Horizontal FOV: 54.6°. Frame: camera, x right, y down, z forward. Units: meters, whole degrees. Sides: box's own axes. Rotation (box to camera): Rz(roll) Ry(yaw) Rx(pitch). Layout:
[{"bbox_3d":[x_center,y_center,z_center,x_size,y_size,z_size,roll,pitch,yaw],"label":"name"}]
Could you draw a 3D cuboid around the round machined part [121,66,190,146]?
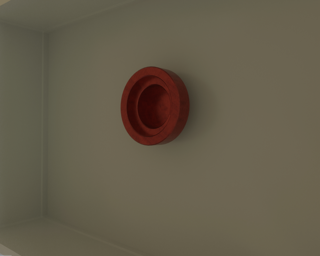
[{"bbox_3d":[-0.002,-0.027,0.398,0.098,0.042,0.097,0,90,40],"label":"round machined part"}]
